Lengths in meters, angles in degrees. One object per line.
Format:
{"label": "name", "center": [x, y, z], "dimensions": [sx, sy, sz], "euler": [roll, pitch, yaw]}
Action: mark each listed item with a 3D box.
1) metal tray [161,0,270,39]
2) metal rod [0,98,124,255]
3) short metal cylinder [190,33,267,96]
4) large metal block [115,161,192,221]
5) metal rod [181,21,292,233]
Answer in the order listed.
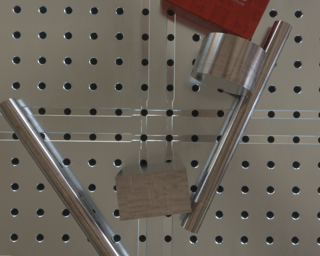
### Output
{"label": "metal tray", "center": [0.077, -0.180, 0.411], "dimensions": [0.131, 0.030, 0.090], "euler": [25, 90, 0]}
{"label": "metal rod", "center": [-0.119, 0.090, 0.412], "dimensions": [0.025, 0.025, 0.299], "euler": [-34, 90, 0]}
{"label": "short metal cylinder", "center": [0.084, -0.078, 0.386], "dimensions": [0.080, 0.080, 0.050], "euler": [20, 90, 0]}
{"label": "large metal block", "center": [-0.007, 0.074, 0.386], "dimensions": [0.080, 0.080, 0.050], "euler": [-7, 90, 0]}
{"label": "metal rod", "center": [0.102, -0.001, 0.414], "dimensions": [0.025, 0.025, 0.299], "euler": [25, 90, 0]}
